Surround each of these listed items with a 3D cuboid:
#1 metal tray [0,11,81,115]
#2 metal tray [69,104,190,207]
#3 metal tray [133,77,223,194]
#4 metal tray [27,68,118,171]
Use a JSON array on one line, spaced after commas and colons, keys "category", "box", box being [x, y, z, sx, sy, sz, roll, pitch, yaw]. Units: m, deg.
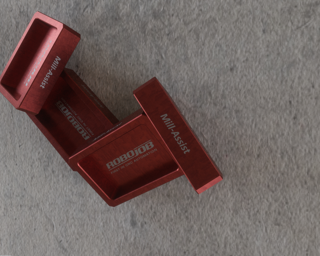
[{"category": "metal tray", "box": [-0.177, -0.094, 0.443, 0.090, 0.030, 0.130, 34, 95, 38]}, {"category": "metal tray", "box": [-0.038, 0.039, 0.389, 0.130, 0.030, 0.090, -30, 108, 25]}, {"category": "metal tray", "box": [0.024, 0.010, 0.363, 0.030, 0.090, 0.130, -34, 79, 6]}, {"category": "metal tray", "box": [-0.126, -0.014, 0.449, 0.090, 0.030, 0.130, -46, 76, 14]}]
